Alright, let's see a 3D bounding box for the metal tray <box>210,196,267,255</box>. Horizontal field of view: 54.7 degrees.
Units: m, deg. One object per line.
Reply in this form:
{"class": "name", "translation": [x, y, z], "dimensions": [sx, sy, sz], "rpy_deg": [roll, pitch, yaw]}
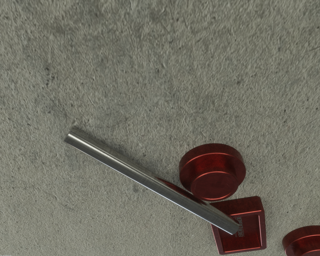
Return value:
{"class": "metal tray", "translation": [0.141, 0.179, 0.558], "dimensions": [0.090, 0.030, 0.129], "rpy_deg": [-11, 130, 9]}

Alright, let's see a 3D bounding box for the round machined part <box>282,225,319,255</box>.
{"class": "round machined part", "translation": [0.294, 0.234, 0.600], "dimensions": [0.099, 0.042, 0.097], "rpy_deg": [-1, 130, 0]}

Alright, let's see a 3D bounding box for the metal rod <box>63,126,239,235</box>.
{"class": "metal rod", "translation": [-0.001, 0.085, 0.458], "dimensions": [0.301, 0.025, 0.025], "rpy_deg": [32, 123, -18]}

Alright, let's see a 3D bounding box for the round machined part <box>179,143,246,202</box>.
{"class": "round machined part", "translation": [0.078, 0.072, 0.459], "dimensions": [0.099, 0.042, 0.097], "rpy_deg": [-1, 130, 0]}
